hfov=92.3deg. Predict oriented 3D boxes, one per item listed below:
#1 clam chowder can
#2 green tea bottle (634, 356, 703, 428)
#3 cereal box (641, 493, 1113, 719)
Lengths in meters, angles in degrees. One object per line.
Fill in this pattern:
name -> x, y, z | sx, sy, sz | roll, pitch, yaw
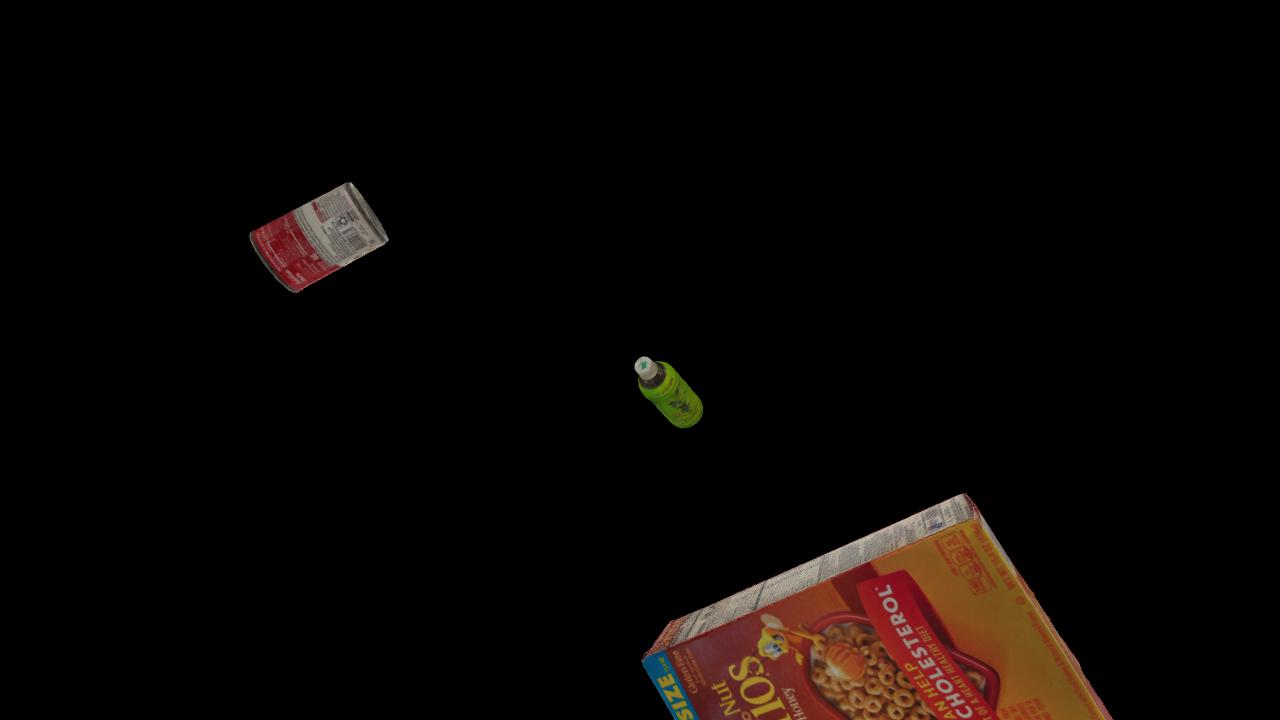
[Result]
clam chowder can -> -0.308, -0.120, 0.598 | 0.102, 0.068, 0.068 | -32, 4, -7
green tea bottle -> 0.045, 0.051, 1.057 | 0.073, 0.073, 0.212 | 0, -27, 27
cereal box -> 0.179, 0.268, 0.499 | 0.306, 0.203, 0.081 | -32, -7, 20
